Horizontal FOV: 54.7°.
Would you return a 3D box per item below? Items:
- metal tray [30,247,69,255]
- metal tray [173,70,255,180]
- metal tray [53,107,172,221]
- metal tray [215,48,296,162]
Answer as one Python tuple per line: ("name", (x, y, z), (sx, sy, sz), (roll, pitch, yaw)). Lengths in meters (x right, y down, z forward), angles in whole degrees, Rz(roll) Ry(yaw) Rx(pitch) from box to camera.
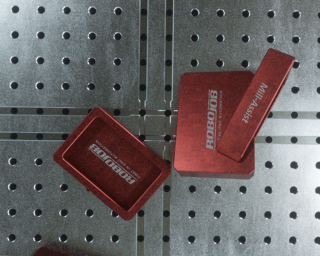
("metal tray", (-0.119, 0.224, 0.409), (0.131, 0.030, 0.090), (18, 90, -1))
("metal tray", (0.068, -0.006, 0.379), (0.090, 0.030, 0.130), (1, 69, 14))
("metal tray", (-0.061, 0.046, 0.410), (0.130, 0.030, 0.090), (40, 90, -1))
("metal tray", (0.116, -0.021, 0.379), (0.030, 0.090, 0.130), (28, 90, 18))
